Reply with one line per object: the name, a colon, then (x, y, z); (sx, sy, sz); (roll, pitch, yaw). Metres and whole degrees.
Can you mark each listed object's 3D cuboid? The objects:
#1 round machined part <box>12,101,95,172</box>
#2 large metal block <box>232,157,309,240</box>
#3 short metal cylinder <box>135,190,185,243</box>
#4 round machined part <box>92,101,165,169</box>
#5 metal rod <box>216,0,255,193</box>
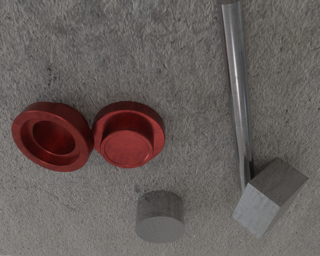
round machined part: (-0.130, 0.007, 0.393); (0.098, 0.042, 0.097); (7, 129, 9)
large metal block: (0.160, 0.102, 0.453); (0.081, 0.050, 0.079); (-27, 142, -36)
short metal cylinder: (0.000, 0.149, 0.518); (0.081, 0.050, 0.079); (0, 130, 0)
round machined part: (-0.042, 0.016, 0.409); (0.099, 0.042, 0.097); (0, 130, 0)
metal rod: (0.103, -0.015, 0.395); (0.025, 0.025, 0.299); (-11, 130, 9)
